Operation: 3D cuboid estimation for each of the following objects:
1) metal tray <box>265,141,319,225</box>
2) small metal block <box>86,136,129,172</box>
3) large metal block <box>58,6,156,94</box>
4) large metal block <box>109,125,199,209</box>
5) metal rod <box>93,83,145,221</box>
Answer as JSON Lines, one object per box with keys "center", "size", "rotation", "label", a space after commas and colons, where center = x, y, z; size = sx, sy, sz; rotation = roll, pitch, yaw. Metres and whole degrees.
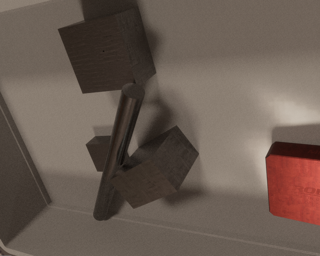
{"center": [0.188, 0.066, 0.338], "size": [0.130, 0.030, 0.089], "rotation": [5, 121, 33], "label": "metal tray"}
{"center": [-0.078, 0.039, 0.472], "size": [0.050, 0.025, 0.050], "rotation": [-3, 117, 29], "label": "small metal block"}
{"center": [-0.060, -0.090, 0.367], "size": [0.080, 0.050, 0.080], "rotation": [-2, 118, 28], "label": "large metal block"}
{"center": [-0.006, 0.051, 0.406], "size": [0.080, 0.080, 0.050], "rotation": [-31, 101, 37], "label": "large metal block"}
{"center": [-0.067, 0.056, 0.439], "size": [0.025, 0.025, 0.298], "rotation": [30, 137, 8], "label": "metal rod"}
